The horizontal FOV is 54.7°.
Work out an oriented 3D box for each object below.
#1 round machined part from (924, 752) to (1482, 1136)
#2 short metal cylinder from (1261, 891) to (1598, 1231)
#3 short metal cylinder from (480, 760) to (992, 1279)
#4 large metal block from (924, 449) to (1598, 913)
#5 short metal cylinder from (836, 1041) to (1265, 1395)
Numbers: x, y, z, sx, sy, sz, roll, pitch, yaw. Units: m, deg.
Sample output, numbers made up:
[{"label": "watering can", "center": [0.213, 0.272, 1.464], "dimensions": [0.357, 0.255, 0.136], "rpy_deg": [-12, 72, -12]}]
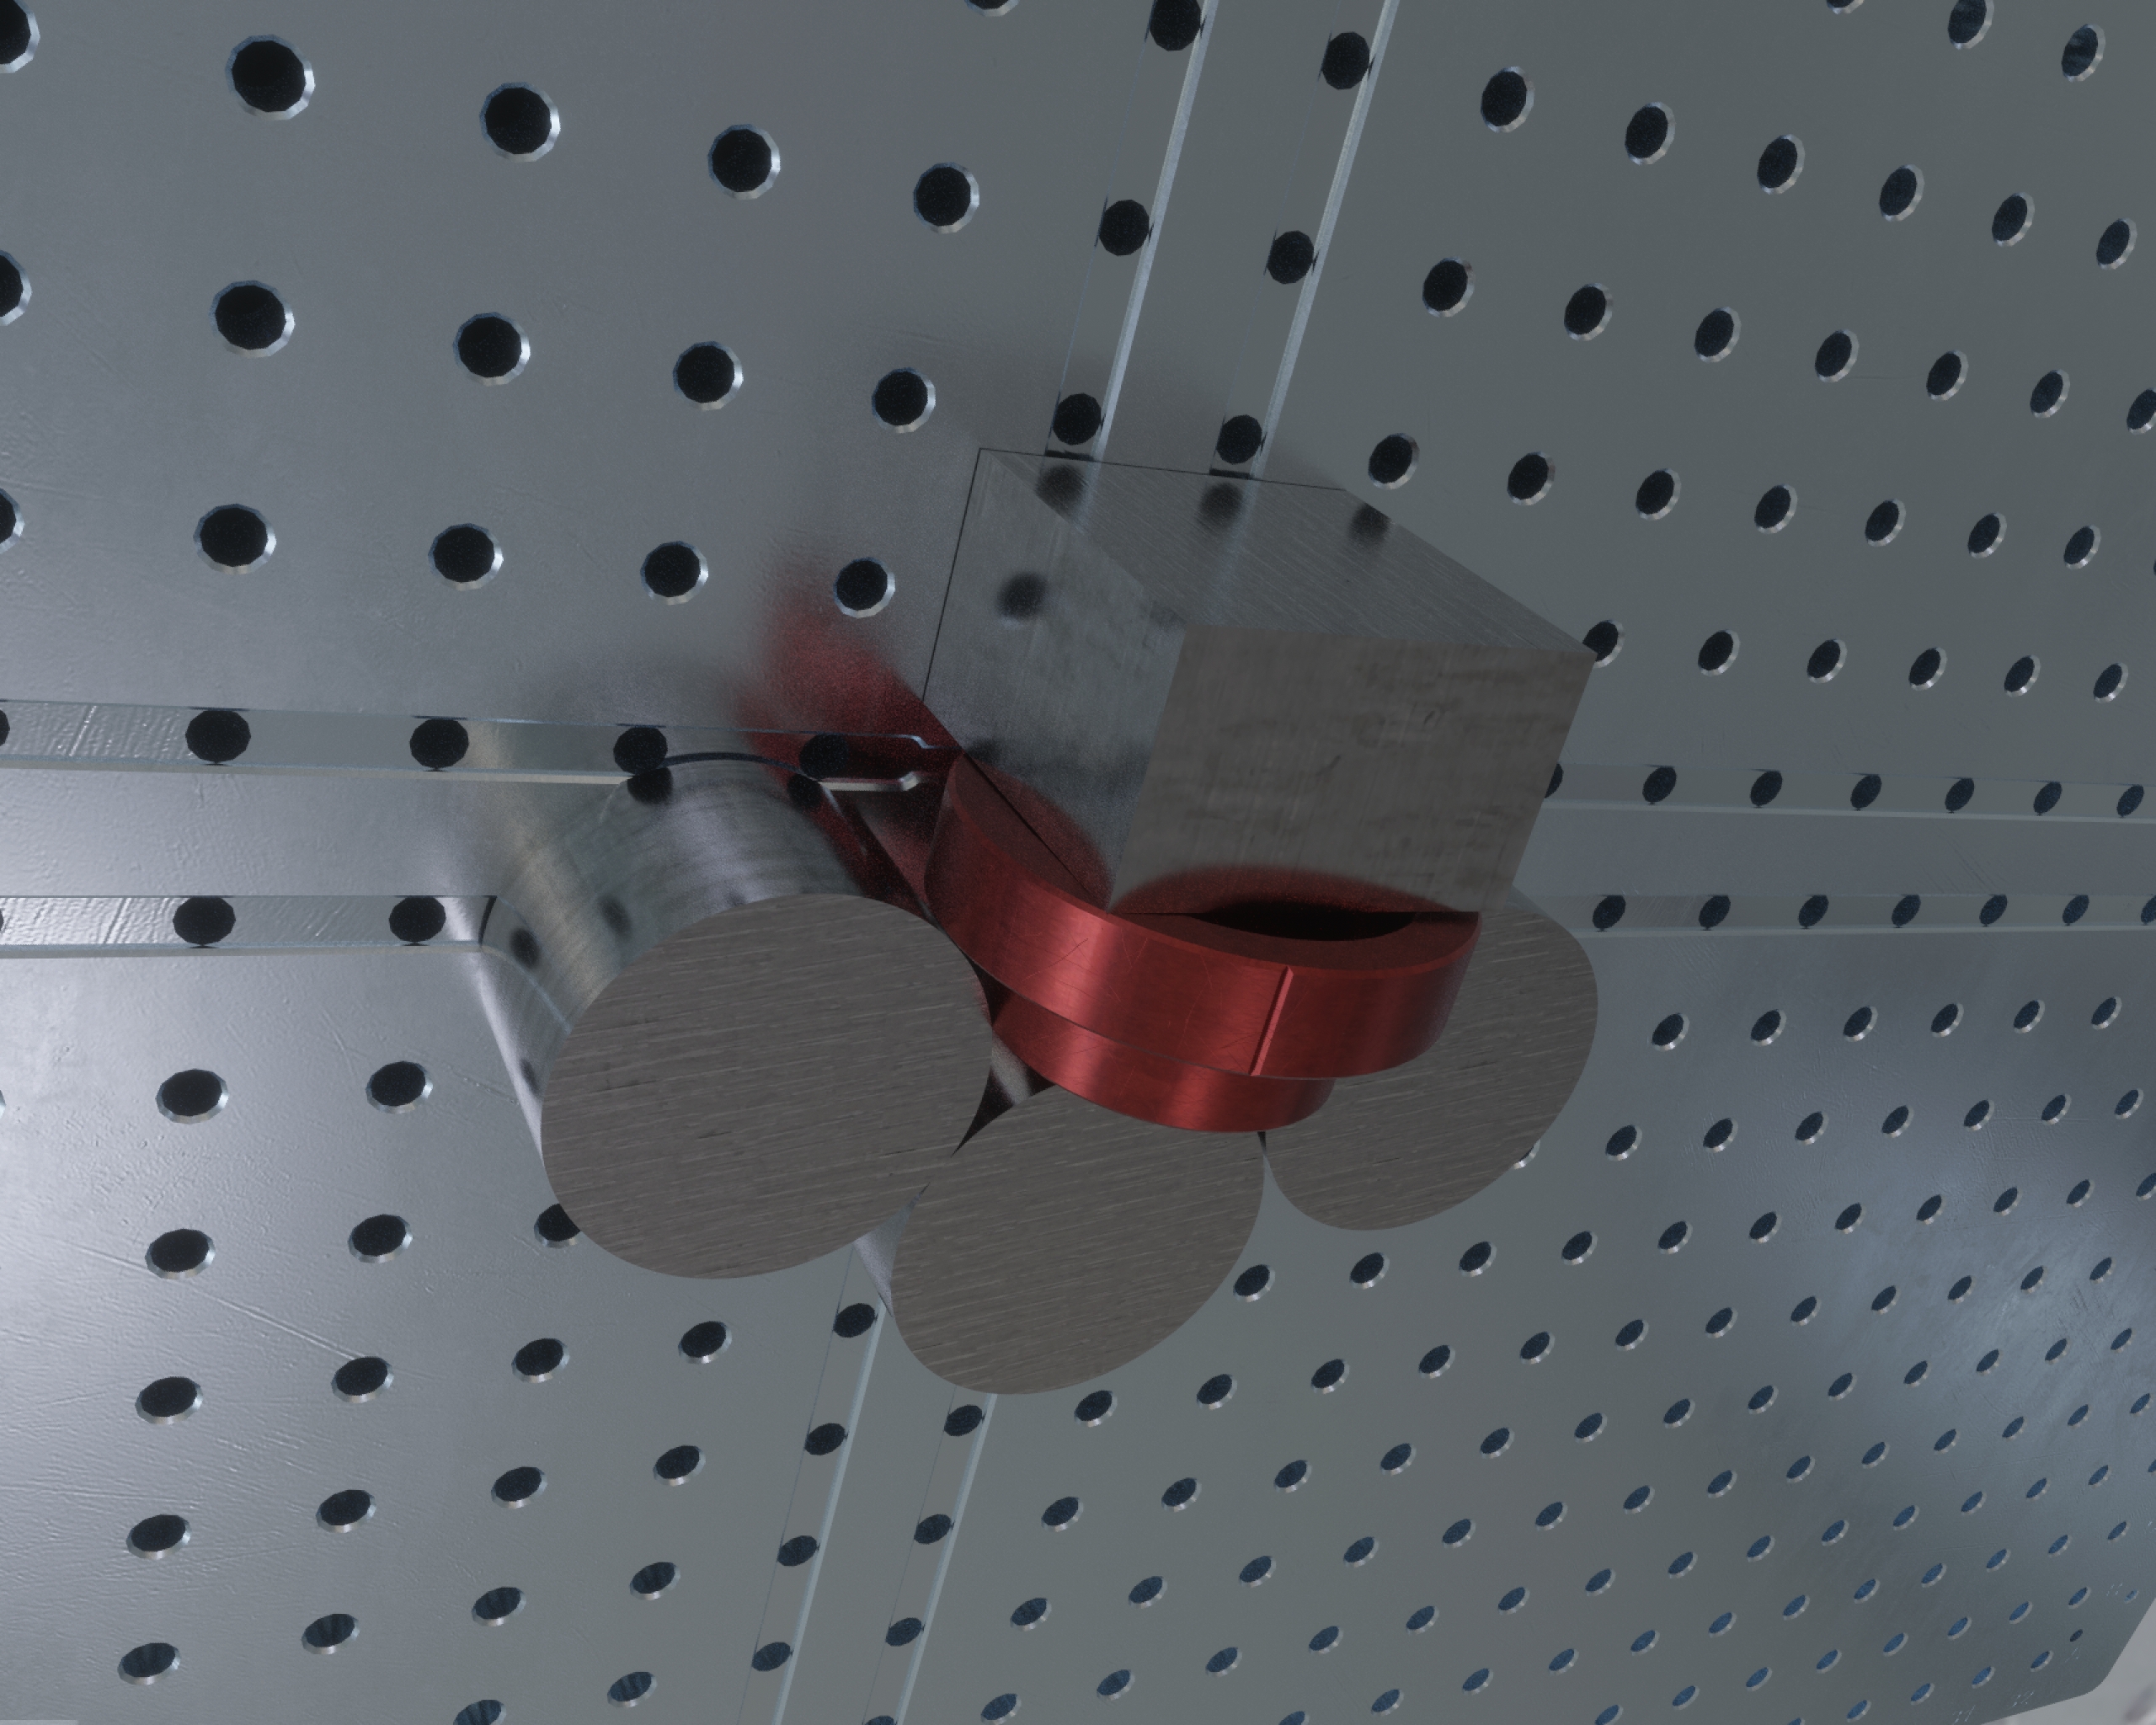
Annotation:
[{"label": "round machined part", "center": [0.020, 0.014, 0.381], "dimensions": [0.099, 0.098, 0.042], "rpy_deg": [2, 117, -29]}, {"label": "short metal cylinder", "center": [0.064, 0.032, 0.450], "dimensions": [0.081, 0.050, 0.079], "rpy_deg": [-14, 124, -21]}, {"label": "short metal cylinder", "center": [-0.062, 0.028, 0.379], "dimensions": [0.081, 0.050, 0.079], "rpy_deg": [-14, 124, -21]}, {"label": "large metal block", "center": [0.029, -0.033, 0.371], "dimensions": [0.081, 0.080, 0.050], "rpy_deg": [1, 118, -29]}, {"label": "short metal cylinder", "center": [-0.009, 0.061, 0.428], "dimensions": [0.081, 0.050, 0.079], "rpy_deg": [-14, 124, -21]}]
